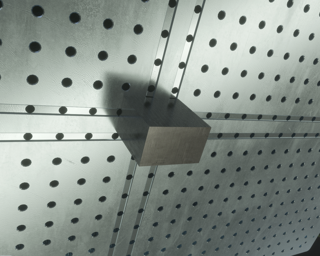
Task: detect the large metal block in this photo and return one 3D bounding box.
[{"bbox_3d":[0.001,0.002,0.379,0.081,0.080,0.050,1,118,-29],"label":"large metal block"}]
